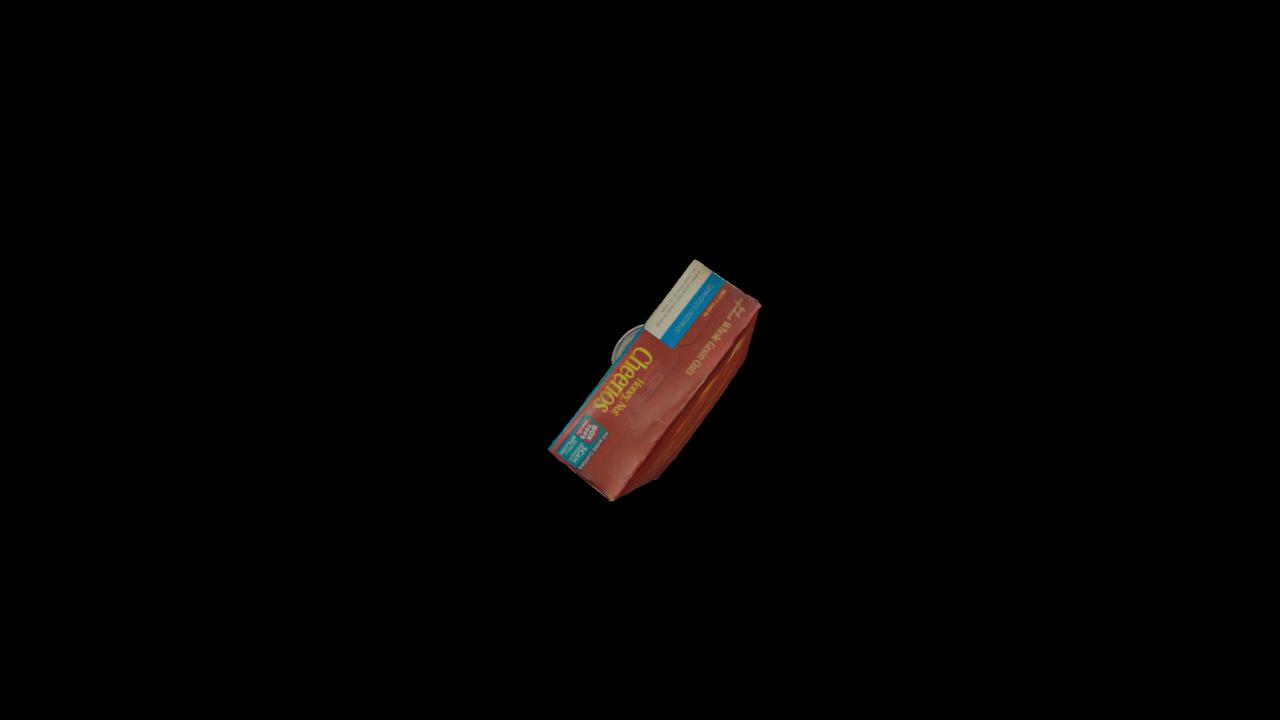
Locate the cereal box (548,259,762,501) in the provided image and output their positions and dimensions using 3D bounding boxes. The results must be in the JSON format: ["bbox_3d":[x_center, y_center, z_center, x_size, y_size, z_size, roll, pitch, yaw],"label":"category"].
[{"bbox_3d":[0.030,0.034,0.640,0.081,0.203,0.306,37,-1,11],"label":"cereal box"}]

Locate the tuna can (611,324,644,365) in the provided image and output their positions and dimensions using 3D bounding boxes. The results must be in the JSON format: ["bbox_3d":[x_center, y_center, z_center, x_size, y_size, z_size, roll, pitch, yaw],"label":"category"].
[{"bbox_3d":[0.007,-0.005,0.757,0.084,0.084,0.034,0,-36,35],"label":"tuna can"}]
